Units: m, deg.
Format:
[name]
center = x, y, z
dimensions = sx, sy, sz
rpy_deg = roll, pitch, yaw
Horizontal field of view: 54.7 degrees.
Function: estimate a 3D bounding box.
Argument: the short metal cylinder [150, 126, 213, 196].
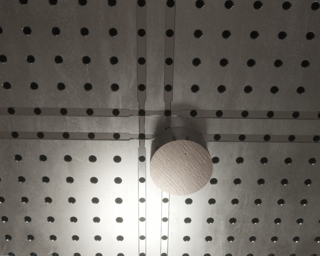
[short metal cylinder]
center = 0.027, 0.043, 0.416
dimensions = 0.081, 0.050, 0.079
rpy_deg = 0, 110, -1
